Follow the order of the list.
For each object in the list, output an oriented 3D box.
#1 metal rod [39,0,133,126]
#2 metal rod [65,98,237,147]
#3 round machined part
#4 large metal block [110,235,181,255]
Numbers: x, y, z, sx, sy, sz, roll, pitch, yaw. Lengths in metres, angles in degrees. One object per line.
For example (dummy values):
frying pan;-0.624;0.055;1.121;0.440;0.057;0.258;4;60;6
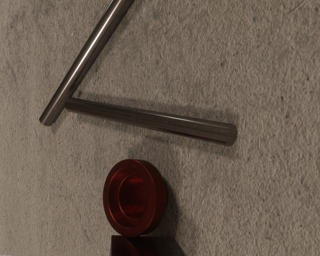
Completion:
metal rod;-0.124;-0.109;0.504;0.299;0.025;0.025;-47;62;29
metal rod;-0.036;-0.016;0.432;0.300;0.025;0.025;12;98;39
round machined part;-0.028;0.091;0.410;0.098;0.042;0.097;-7;79;40
large metal block;-0.022;0.181;0.377;0.050;0.081;0.079;-143;59;-79
